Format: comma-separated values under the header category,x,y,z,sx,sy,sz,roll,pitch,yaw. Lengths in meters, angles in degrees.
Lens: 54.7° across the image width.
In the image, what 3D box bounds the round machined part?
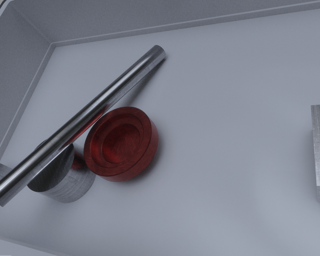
category,x,y,z,sx,sy,sz,roll,pitch,yaw
round machined part,-0.046,0.024,0.403,0.098,0.042,0.098,-13,56,20

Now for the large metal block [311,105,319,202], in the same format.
category,x,y,z,sx,sy,sz,roll,pitch,yaw
large metal block,0.184,0.023,0.279,0.080,0.050,0.080,-4,60,26

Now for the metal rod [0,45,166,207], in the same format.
category,x,y,z,sx,sy,sz,roll,pitch,yaw
metal rod,-0.094,-0.018,0.414,0.025,0.025,0.301,23,58,36

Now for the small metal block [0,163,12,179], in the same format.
category,x,y,z,sx,sy,sz,roll,pitch,yaw
small metal block,-0.250,0.070,0.475,0.050,0.050,0.025,5,65,30

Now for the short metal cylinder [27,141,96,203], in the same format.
category,x,y,z,sx,sy,sz,roll,pitch,yaw
short metal cylinder,-0.135,0.057,0.424,0.080,0.050,0.080,-13,56,21
